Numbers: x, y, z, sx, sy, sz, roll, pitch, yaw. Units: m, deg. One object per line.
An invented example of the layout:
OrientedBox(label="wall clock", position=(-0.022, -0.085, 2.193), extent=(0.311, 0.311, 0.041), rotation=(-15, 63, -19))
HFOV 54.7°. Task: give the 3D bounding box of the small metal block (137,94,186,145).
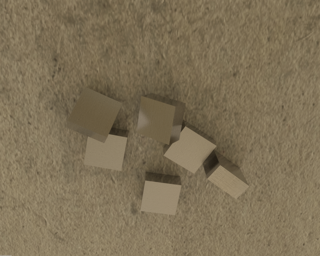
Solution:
OrientedBox(label="small metal block", position=(0.001, -0.012, 0.393), extent=(0.050, 0.025, 0.050), rotation=(20, 113, 28))

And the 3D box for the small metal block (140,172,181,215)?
OrientedBox(label="small metal block", position=(0.001, 0.094, 0.445), extent=(0.050, 0.025, 0.050), rotation=(8, 110, -4))

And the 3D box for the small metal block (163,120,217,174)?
OrientedBox(label="small metal block", position=(0.039, 0.026, 0.420), extent=(0.050, 0.025, 0.050), rotation=(32, 107, -12))

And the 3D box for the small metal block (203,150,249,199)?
OrientedBox(label="small metal block", position=(0.088, 0.061, 0.420), extent=(0.050, 0.050, 0.025), rotation=(36, 106, -13))

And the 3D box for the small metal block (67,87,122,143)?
OrientedBox(label="small metal block", position=(-0.082, -0.016, 0.388), extent=(0.050, 0.025, 0.050), rotation=(24, 65, -9))

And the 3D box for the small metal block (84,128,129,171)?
OrientedBox(label="small metal block", position=(-0.072, 0.026, 0.418), extent=(0.050, 0.025, 0.050), rotation=(11, 110, -5))
